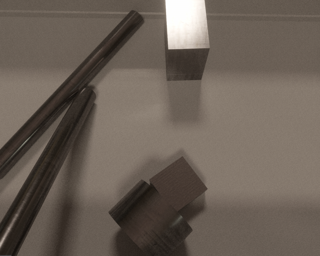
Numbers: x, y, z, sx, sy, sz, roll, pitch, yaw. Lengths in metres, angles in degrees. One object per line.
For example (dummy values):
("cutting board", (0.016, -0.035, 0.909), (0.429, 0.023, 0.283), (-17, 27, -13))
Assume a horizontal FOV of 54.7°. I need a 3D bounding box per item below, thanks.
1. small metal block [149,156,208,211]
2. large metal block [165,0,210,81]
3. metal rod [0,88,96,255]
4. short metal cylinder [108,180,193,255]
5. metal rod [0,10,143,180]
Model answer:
("small metal block", (0.022, 0.072, 0.384), (0.050, 0.025, 0.050), (-34, 74, -12))
("large metal block", (0.033, -0.120, 0.425), (0.050, 0.080, 0.080), (-2, 70, -1))
("metal rod", (-0.121, 0.052, 0.315), (0.025, 0.025, 0.300), (9, 42, 3))
("short metal cylinder", (-0.011, 0.103, 0.343), (0.080, 0.080, 0.050), (43, 75, 13))
("metal rod", (-0.123, -0.055, 0.428), (0.025, 0.025, 0.300), (34, 73, 11))
